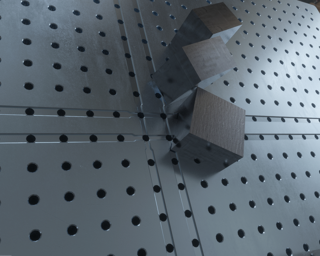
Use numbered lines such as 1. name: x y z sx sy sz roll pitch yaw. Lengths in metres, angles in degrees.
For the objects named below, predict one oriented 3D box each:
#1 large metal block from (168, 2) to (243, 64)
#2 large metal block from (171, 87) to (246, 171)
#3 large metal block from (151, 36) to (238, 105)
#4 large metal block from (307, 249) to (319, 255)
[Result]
1. large metal block: 0.073 -0.152 0.507 0.081 0.080 0.050 -29 78 -38
2. large metal block: 0.069 0.002 0.430 0.080 0.050 0.080 24 53 -14
3. large metal block: 0.048 -0.082 0.446 0.081 0.080 0.050 -27 87 -37
4. large metal block: 0.232 0.195 0.382 0.050 0.080 0.080 -20 73 -36
